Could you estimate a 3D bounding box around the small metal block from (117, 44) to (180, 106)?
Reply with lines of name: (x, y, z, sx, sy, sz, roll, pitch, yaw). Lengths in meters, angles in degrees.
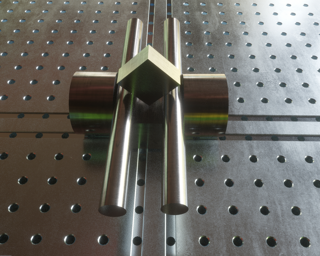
small metal block: (-0.013, -0.059, 0.354, 0.050, 0.050, 0.025, -31, 41, 33)

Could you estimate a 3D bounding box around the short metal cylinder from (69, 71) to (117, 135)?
short metal cylinder: (-0.078, -0.031, 0.393, 0.050, 0.080, 0.080, 1, 50, 1)

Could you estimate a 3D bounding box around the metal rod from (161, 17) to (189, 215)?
metal rod: (0.015, -0.042, 0.374, 0.025, 0.025, 0.300, 1, 50, 0)

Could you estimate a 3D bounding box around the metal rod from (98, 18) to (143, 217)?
metal rod: (-0.040, -0.041, 0.372, 0.025, 0.025, 0.300, 1, 50, 0)

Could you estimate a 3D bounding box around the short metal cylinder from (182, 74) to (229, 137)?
short metal cylinder: (0.053, -0.028, 0.391, 0.050, 0.080, 0.080, 0, 50, 1)

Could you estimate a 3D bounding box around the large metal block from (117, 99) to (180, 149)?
large metal block: (-0.013, -0.020, 0.403, 0.081, 0.050, 0.080, 1, 50, 0)
